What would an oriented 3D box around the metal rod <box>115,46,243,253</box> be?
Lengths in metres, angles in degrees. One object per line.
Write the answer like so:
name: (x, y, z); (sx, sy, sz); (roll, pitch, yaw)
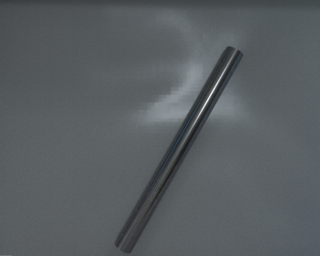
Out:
metal rod: (0.025, 0.028, 0.411); (0.025, 0.025, 0.299); (30, 90, 0)
